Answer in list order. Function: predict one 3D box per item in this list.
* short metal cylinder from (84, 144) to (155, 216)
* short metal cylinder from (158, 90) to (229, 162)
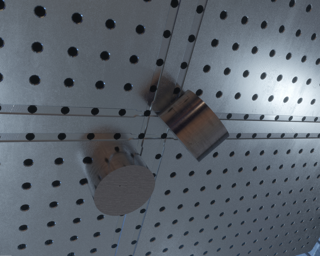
[{"bbox_3d":[-0.053,0.068,0.408,0.081,0.050,0.079,-14,124,-21],"label":"short metal cylinder"},{"bbox_3d":[0.042,-0.003,0.397,0.050,0.080,0.080,-41,130,0],"label":"short metal cylinder"}]
